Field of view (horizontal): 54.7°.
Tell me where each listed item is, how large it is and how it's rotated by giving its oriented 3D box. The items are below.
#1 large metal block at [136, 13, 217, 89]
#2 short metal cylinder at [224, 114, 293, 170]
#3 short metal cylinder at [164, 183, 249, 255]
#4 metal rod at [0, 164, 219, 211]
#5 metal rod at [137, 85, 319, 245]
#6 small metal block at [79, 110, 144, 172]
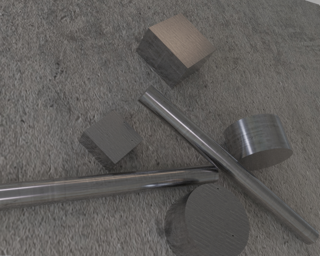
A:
[{"bbox_3d":[0.025,-0.119,0.474,0.080,0.050,0.080,47,51,5],"label":"large metal block"},{"bbox_3d":[0.134,0.022,0.427,0.081,0.080,0.050,4,60,-26],"label":"short metal cylinder"},{"bbox_3d":[0.052,0.109,0.349,0.081,0.050,0.080,14,56,-21],"label":"short metal cylinder"},{"bbox_3d":[-0.064,0.062,0.331,0.303,0.025,0.025,-1,63,-29],"label":"metal rod"},{"bbox_3d":[0.094,0.053,0.396,0.300,0.025,0.025,40,51,-11],"label":"metal rod"},{"bbox_3d":[-0.057,0.014,0.364,0.050,0.025,0.050,46,51,3],"label":"small metal block"}]
